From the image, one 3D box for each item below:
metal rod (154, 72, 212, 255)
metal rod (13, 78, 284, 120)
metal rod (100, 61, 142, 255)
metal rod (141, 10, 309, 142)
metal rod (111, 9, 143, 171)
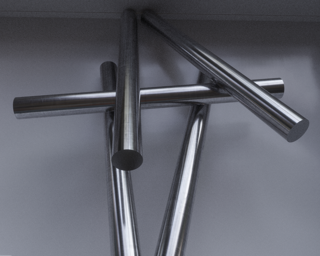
[{"bbox_3d":[0.038,0.013,0.346,0.025,0.025,0.300,14,48,5],"label":"metal rod"},{"bbox_3d":[-0.008,-0.034,0.356,0.302,0.025,0.025,-5,70,-4],"label":"metal rod"},{"bbox_3d":[-0.048,0.021,0.338,0.025,0.025,0.300,-10,46,-4],"label":"metal rod"},{"bbox_3d":[0.051,-0.083,0.371,0.025,0.025,0.300,-29,46,-10],"label":"metal rod"},{"bbox_3d":[-0.037,-0.072,0.360,0.025,0.025,0.300,-4,41,-2],"label":"metal rod"}]
